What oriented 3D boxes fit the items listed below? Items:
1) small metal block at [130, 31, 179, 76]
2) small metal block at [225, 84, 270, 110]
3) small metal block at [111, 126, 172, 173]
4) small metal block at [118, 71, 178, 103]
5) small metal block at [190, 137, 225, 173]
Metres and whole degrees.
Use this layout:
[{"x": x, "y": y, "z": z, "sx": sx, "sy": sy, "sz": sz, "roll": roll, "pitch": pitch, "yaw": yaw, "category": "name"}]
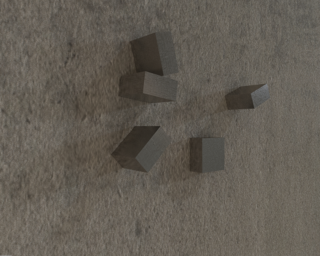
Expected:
[{"x": -0.007, "y": -0.089, "z": 0.384, "sx": 0.025, "sy": 0.050, "sz": 0.050, "roll": -20, "pitch": 103, "yaw": -39, "category": "small metal block"}, {"x": 0.145, "y": -0.052, "z": 0.513, "sx": 0.050, "sy": 0.050, "sz": 0.025, "roll": -29, "pitch": 109, "yaw": -36, "category": "small metal block"}, {"x": -0.023, "y": 0.024, "z": 0.371, "sx": 0.050, "sy": 0.050, "sz": 0.025, "roll": -52, "pitch": 121, "yaw": -28, "category": "small metal block"}, {"x": -0.015, "y": -0.048, "z": 0.378, "sx": 0.050, "sy": 0.050, "sz": 0.025, "roll": 9, "pitch": 84, "yaw": -40, "category": "small metal block"}, {"x": 0.072, "y": 0.039, "z": 0.467, "sx": 0.050, "sy": 0.025, "sz": 0.050, "roll": -1, "pitch": 91, "yaw": -40, "category": "small metal block"}]
